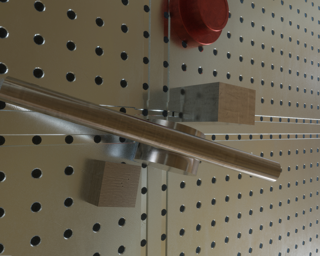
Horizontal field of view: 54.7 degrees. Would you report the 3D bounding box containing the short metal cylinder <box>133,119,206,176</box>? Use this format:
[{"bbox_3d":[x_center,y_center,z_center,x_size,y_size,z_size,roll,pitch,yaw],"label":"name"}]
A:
[{"bbox_3d":[0.012,0.026,0.385,0.080,0.080,0.050,24,75,-38],"label":"short metal cylinder"}]

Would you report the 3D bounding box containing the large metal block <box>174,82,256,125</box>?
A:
[{"bbox_3d":[0.078,-0.031,0.441,0.081,0.080,0.050,4,88,-40],"label":"large metal block"}]

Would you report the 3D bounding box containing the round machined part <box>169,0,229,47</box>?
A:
[{"bbox_3d":[0.064,-0.172,0.453,0.099,0.042,0.097,0,91,-40],"label":"round machined part"}]

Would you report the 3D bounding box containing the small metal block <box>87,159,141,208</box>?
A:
[{"bbox_3d":[-0.053,0.066,0.366,0.050,0.025,0.050,14,81,-39],"label":"small metal block"}]

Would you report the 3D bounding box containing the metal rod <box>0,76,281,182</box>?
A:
[{"bbox_3d":[-0.006,0.007,0.327,0.302,0.025,0.025,18,78,-14],"label":"metal rod"}]
